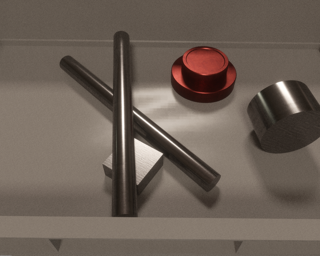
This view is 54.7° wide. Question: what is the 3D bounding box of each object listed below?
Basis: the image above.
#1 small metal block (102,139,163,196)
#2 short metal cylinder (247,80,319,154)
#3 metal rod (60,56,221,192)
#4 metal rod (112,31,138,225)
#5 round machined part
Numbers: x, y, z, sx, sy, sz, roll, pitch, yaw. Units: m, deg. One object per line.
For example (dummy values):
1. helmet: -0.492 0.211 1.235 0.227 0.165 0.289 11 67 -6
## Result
1. small metal block: -0.031 0.043 0.368 0.050 0.025 0.050 27 55 20
2. short metal cylinder: 0.155 -0.012 0.382 0.081 0.080 0.050 -7 51 -6
3. metal rod: -0.043 -0.020 0.421 0.025 0.025 0.300 -36 59 -27
4. metal rod: -0.047 -0.027 0.393 0.025 0.025 0.300 -4 51 -4
5. round machined part: 0.067 -0.087 0.468 0.099 0.042 0.098 0 50 0
